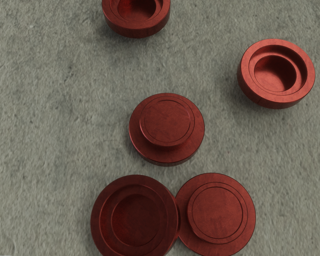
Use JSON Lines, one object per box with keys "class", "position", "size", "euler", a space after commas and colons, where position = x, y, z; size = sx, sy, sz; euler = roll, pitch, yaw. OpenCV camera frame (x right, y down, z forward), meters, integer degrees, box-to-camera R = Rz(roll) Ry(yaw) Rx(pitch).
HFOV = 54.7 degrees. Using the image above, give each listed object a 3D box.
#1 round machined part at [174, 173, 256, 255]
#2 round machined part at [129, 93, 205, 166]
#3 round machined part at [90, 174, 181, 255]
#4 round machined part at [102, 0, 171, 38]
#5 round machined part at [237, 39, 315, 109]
{"class": "round machined part", "position": [0.064, 0.100, 0.363], "size": [0.099, 0.042, 0.098], "euler": [0, 70, -1]}
{"class": "round machined part", "position": [0.009, -0.002, 0.400], "size": [0.099, 0.042, 0.098], "euler": [0, 70, -1]}
{"class": "round machined part", "position": [-0.025, 0.105, 0.354], "size": [0.098, 0.042, 0.098], "euler": [-3, 71, 11]}
{"class": "round machined part", "position": [-0.034, -0.174, 0.462], "size": [0.099, 0.042, 0.098], "euler": [0, 70, -1]}
{"class": "round machined part", "position": [0.155, -0.070, 0.427], "size": [0.099, 0.042, 0.098], "euler": [0, 70, -1]}
